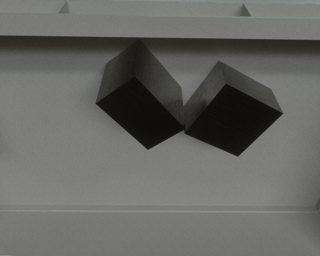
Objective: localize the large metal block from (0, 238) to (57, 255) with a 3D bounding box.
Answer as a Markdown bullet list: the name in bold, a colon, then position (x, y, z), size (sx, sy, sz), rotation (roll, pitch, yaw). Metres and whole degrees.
- **large metal block**: position (-0.271, 0.273, 0.625), size (0.080, 0.050, 0.080), rotation (-21, 127, 17)

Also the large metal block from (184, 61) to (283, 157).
- **large metal block**: position (0.084, -0.021, 0.375), size (0.080, 0.050, 0.080), rotation (23, 126, -19)

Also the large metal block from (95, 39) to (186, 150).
- **large metal block**: position (-0.018, -0.037, 0.341), size (0.050, 0.080, 0.080), rotation (-31, 124, 23)
